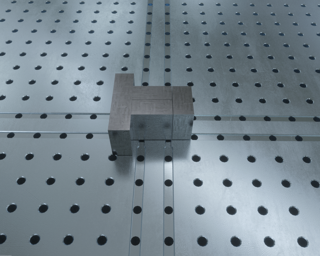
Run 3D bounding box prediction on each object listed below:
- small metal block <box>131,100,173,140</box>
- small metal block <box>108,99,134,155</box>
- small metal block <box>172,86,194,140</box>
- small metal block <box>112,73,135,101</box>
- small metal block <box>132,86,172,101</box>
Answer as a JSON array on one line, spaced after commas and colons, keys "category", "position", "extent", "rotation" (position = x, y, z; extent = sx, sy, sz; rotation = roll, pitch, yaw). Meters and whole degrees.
[{"category": "small metal block", "position": [-0.010, -0.010, 0.399], "extent": [0.050, 0.050, 0.025], "rotation": [0, 50, -1]}, {"category": "small metal block", "position": [-0.048, -0.001, 0.390], "extent": [0.025, 0.050, 0.050], "rotation": [0, 50, 0]}, {"category": "small metal block", "position": [0.028, -0.020, 0.407], "extent": [0.025, 0.050, 0.050], "rotation": [0, 50, 0]}, {"category": "small metal block", "position": [-0.048, -0.039, 0.423], "extent": [0.025, 0.050, 0.050], "rotation": [0, 50, 0]}, {"category": "small metal block", "position": [-0.010, -0.029, 0.415], "extent": [0.050, 0.050, 0.025], "rotation": [0, 50, -1]}]
